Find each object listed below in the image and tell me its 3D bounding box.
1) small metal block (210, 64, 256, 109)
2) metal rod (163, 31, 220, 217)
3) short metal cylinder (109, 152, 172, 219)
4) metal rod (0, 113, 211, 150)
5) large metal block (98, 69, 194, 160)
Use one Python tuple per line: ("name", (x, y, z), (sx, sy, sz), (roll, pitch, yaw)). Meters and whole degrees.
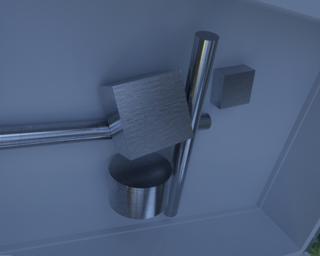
("small metal block", (0.100, -0.058, 0.430), (0.050, 0.025, 0.050), (-13, 124, -22))
("metal rod", (0.032, 0.020, 0.410), (0.025, 0.025, 0.298), (-12, 133, -23))
("short metal cylinder", (-0.026, 0.072, 0.404), (0.081, 0.080, 0.050), (-9, 123, -24))
("metal rod", (-0.069, 0.002, 0.373), (0.303, 0.025, 0.025), (-5, 121, -26))
("large metal block", (-0.015, -0.018, 0.354), (0.081, 0.050, 0.079), (-19, 106, -24))
